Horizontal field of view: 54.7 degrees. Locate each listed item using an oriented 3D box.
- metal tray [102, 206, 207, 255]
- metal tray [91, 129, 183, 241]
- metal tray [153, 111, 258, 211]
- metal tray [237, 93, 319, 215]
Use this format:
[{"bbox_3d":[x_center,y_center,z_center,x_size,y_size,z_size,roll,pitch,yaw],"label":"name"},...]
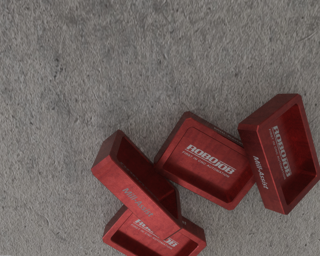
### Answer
[{"bbox_3d":[-0.008,0.162,0.466,0.130,0.030,0.090,35,106,-12],"label":"metal tray"},{"bbox_3d":[-0.025,0.070,0.400,0.030,0.090,0.130,-38,106,13],"label":"metal tray"},{"bbox_3d":[0.068,0.047,0.424,0.131,0.030,0.090,29,107,-11],"label":"metal tray"},{"bbox_3d":[0.156,0.032,0.395,0.091,0.030,0.129,-33,111,-27],"label":"metal tray"}]
